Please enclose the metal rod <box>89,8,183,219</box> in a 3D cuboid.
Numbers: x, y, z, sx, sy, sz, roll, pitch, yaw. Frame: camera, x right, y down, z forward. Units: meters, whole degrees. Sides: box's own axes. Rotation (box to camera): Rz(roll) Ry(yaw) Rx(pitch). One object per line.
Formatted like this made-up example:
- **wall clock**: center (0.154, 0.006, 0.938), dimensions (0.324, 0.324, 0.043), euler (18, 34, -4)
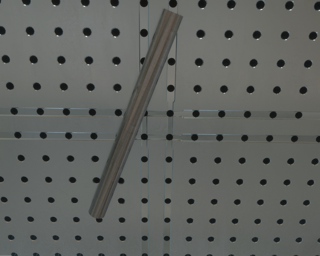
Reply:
- **metal rod**: center (-0.039, -0.005, 0.411), dimensions (0.025, 0.025, 0.298), euler (20, 109, -7)
